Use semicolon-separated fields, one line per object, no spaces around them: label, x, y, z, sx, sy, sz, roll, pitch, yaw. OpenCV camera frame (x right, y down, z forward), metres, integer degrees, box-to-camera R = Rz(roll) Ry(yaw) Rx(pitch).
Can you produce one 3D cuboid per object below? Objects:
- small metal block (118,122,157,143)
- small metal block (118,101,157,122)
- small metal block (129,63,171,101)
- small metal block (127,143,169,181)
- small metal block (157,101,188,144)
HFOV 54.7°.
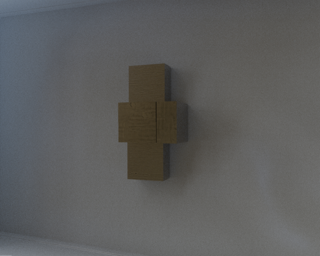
small metal block;-0.020;0.005;0.402;0.050;0.050;0.025;0;90;20
small metal block;-0.020;-0.020;0.402;0.050;0.050;0.025;0;90;20
small metal block;-0.013;-0.057;0.413;0.050;0.025;0.050;0;90;20
small metal block;-0.015;0.043;0.414;0.050;0.025;0.050;0;90;20
small metal block;0.016;-0.007;0.390;0.025;0.050;0.050;0;90;20
